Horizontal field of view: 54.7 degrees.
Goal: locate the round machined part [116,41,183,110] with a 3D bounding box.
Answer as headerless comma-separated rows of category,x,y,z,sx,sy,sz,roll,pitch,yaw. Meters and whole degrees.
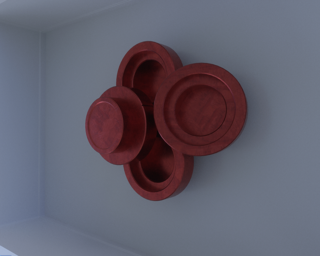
round machined part,-0.008,-0.058,0.398,0.098,0.042,0.097,0,90,39

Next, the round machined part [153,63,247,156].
round machined part,0.046,-0.019,0.340,0.098,0.042,0.097,-1,87,19

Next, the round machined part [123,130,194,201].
round machined part,0.002,0.039,0.390,0.098,0.042,0.097,0,90,39

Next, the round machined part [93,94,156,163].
round machined part,-0.056,0.000,0.435,0.098,0.042,0.097,0,90,39

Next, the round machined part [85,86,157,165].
round machined part,-0.054,-0.003,0.379,0.098,0.042,0.097,0,90,39
